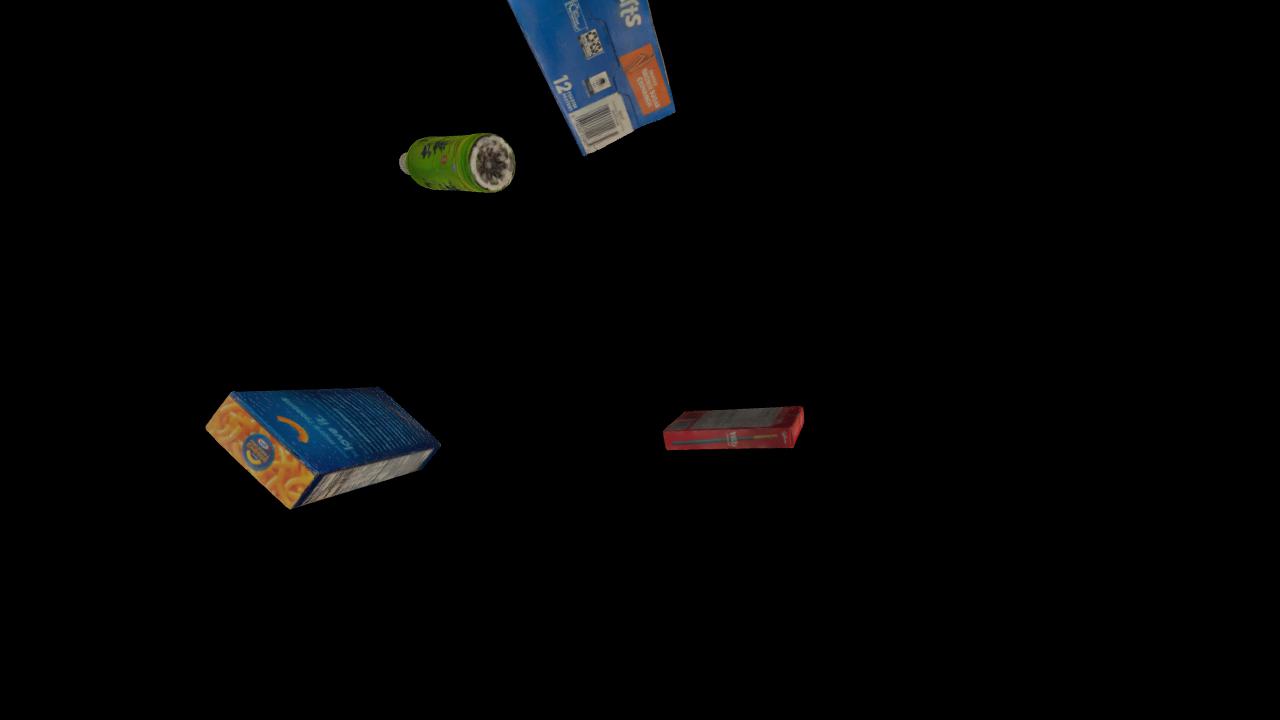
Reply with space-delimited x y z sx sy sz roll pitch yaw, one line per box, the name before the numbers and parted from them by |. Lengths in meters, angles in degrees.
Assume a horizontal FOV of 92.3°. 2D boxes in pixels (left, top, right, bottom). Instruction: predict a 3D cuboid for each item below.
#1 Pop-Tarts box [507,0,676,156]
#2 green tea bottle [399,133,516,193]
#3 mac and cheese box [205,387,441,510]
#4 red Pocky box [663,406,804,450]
Pop-Tarts box | -0.049 -0.259 0.424 0.083 0.141 0.167 -23 -25 4
green tea bottle | -0.249 -0.256 0.801 0.212 0.073 0.073 15 11 43
mac and cheese box | -0.253 0.066 0.522 0.093 0.041 0.184 41 5 8
red Pocky box | 0.113 0.082 0.736 0.155 0.028 0.083 -5 10 25
